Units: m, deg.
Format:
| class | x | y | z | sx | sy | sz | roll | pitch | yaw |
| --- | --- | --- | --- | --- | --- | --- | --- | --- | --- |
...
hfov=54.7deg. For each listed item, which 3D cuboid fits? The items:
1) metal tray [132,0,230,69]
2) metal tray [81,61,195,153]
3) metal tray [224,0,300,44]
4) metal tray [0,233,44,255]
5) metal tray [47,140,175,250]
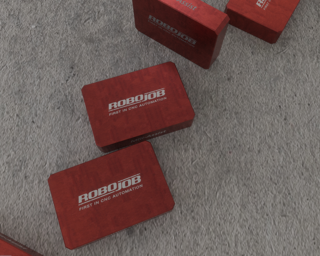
| class | x | y | z | sx | sy | sz | roll | pitch | yaw |
| --- | --- | --- | --- | --- | --- | --- | --- | --- | --- |
| metal tray | 0.024 | -0.144 | 0.426 | 0.130 | 0.090 | 0.030 | 33 | 74 | 11 |
| metal tray | -0.029 | -0.029 | 0.416 | 0.131 | 0.030 | 0.090 | -17 | 71 | -6 |
| metal tray | 0.168 | -0.203 | 0.481 | 0.090 | 0.030 | 0.130 | 30 | 73 | 10 |
| metal tray | -0.194 | 0.167 | 0.343 | 0.130 | 0.030 | 0.090 | 24 | 72 | 8 |
| metal tray | -0.058 | 0.079 | 0.376 | 0.131 | 0.030 | 0.090 | -20 | 71 | -7 |
